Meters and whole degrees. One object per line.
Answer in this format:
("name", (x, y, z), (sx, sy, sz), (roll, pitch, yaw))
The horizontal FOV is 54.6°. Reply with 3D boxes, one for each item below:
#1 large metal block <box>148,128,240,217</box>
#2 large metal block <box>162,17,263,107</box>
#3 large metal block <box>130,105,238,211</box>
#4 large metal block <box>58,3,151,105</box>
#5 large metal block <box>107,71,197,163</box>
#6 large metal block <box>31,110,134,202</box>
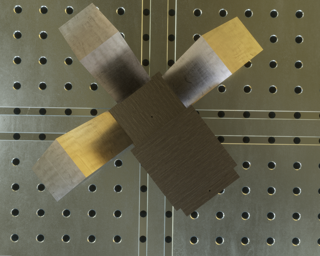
("large metal block", (0.041, 0.052, 0.400), (0.080, 0.050, 0.080), (-37, 89, -1))
("large metal block", (0.062, -0.077, 0.371), (0.050, 0.080, 0.080), (52, 50, 0))
("large metal block", (0.025, 0.031, 0.350), (0.080, 0.050, 0.080), (-37, 91, -1))
("large metal block", (-0.065, -0.088, 0.370), (0.050, 0.080, 0.080), (-38, 51, 0))
("large metal block", (-0.008, -0.013, 0.401), (0.080, 0.050, 0.080), (-38, 90, 0))
("large metal block", (-0.092, 0.033, 0.370), (0.050, 0.080, 0.080), (52, 132, 1))
